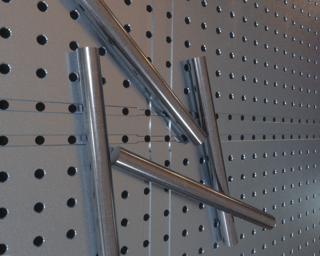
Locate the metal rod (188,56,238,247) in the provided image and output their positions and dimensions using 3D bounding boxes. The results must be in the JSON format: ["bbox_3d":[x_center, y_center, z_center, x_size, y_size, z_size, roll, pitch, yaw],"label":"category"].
[{"bbox_3d":[0.084,0.041,0.477,0.025,0.025,0.298,-20,103,-38],"label":"metal rod"}]

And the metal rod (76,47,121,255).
[{"bbox_3d":[-0.066,0.062,0.352,0.025,0.025,0.298,-9,96,-40],"label":"metal rod"}]

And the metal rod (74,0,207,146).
[{"bbox_3d":[-0.029,-0.083,0.383,0.300,0.025,0.025,49,61,-29],"label":"metal rod"}]

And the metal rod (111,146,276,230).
[{"bbox_3d":[0.063,0.094,0.437,0.301,0.025,0.025,28,73,-29],"label":"metal rod"}]
